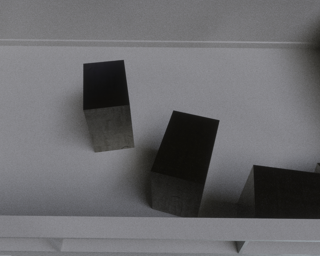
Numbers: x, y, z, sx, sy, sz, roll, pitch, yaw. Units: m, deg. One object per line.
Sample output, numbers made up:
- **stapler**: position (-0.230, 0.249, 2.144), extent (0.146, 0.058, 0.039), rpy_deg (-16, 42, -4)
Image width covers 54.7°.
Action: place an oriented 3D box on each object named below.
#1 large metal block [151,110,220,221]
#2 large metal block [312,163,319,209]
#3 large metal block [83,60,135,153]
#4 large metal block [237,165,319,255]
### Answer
- **large metal block**: position (0.027, 0.041, 0.335), extent (0.050, 0.080, 0.080), rpy_deg (13, 51, 10)
- **large metal block**: position (0.209, 0.078, 0.309), extent (0.081, 0.050, 0.080), rpy_deg (-1, 31, -1)
- **large metal block**: position (-0.064, -0.027, 0.392), extent (0.050, 0.080, 0.080), rpy_deg (-7, 51, -6)
- **large metal block**: position (0.123, 0.083, 0.300), extent (0.080, 0.080, 0.050), rpy_deg (7, 51, 6)
